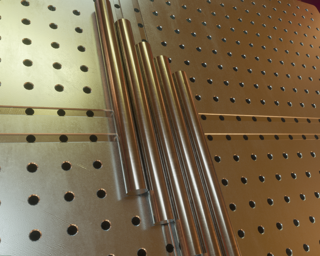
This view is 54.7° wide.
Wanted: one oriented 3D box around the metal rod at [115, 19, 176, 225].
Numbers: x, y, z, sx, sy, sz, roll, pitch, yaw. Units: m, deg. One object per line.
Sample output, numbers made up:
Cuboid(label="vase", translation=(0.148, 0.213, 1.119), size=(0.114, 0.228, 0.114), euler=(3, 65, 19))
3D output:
Cuboid(label="metal rod", translation=(-0.026, -0.026, 0.410), size=(0.025, 0.025, 0.299), euler=(1, 61, -28))

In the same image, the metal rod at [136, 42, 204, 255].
Cuboid(label="metal rod", translation=(0.005, 0.010, 0.405), size=(0.025, 0.025, 0.299), euler=(1, 61, -28))

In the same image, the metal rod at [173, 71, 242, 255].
Cuboid(label="metal rod", translation=(0.059, 0.052, 0.409), size=(0.025, 0.025, 0.299), euler=(1, 61, -28))

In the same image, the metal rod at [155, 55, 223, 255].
Cuboid(label="metal rod", translation=(0.031, 0.029, 0.408), size=(0.025, 0.025, 0.299), euler=(1, 61, -28))

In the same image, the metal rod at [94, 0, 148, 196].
Cuboid(label="metal rod", translation=(-0.057, -0.059, 0.414), size=(0.025, 0.025, 0.299), euler=(1, 61, -28))
